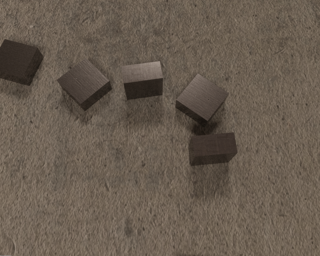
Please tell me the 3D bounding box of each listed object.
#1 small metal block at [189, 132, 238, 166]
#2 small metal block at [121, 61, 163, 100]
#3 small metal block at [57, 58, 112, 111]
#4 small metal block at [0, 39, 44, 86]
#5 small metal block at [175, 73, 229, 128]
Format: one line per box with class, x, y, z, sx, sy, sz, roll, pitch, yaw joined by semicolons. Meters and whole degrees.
small metal block;0.064;0.027;0.386;0.050;0.050;0.025;-5;70;-2
small metal block;-0.023;-0.063;0.418;0.050;0.050;0.025;-8;71;-3
small metal block;-0.104;-0.060;0.429;0.050;0.025;0.050;-43;76;-14
small metal block;-0.203;-0.093;0.440;0.050;0.025;0.050;16;71;5
small metal block;0.057;-0.038;0.423;0.050;0.025;0.050;36;74;11
